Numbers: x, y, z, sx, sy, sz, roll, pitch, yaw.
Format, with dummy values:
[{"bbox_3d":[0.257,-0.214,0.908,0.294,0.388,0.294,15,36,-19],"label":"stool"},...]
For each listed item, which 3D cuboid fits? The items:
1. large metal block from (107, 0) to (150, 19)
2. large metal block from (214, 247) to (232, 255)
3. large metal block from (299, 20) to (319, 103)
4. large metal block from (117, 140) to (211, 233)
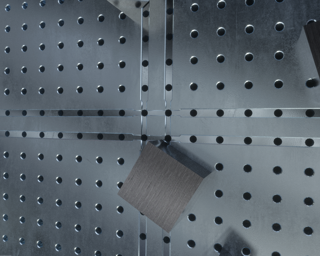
[{"bbox_3d":[-0.060,-0.202,0.403,0.050,0.080,0.080,-40,78,15],"label":"large metal block"},{"bbox_3d":[0.061,0.199,0.361,0.050,0.080,0.080,42,103,15],"label":"large metal block"},{"bbox_3d":[0.203,-0.078,0.328,0.080,0.050,0.080,-16,85,19],"label":"large metal block"},{"bbox_3d":[0.006,0.071,0.396,0.080,0.050,0.080,33,101,16],"label":"large metal block"}]
